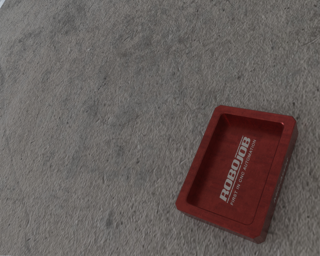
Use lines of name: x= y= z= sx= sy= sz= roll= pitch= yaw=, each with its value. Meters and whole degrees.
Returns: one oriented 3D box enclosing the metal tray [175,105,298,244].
metal tray: x=0.083 y=0.043 z=0.331 sx=0.090 sy=0.030 sz=0.130 roll=13 pitch=68 yaw=33
